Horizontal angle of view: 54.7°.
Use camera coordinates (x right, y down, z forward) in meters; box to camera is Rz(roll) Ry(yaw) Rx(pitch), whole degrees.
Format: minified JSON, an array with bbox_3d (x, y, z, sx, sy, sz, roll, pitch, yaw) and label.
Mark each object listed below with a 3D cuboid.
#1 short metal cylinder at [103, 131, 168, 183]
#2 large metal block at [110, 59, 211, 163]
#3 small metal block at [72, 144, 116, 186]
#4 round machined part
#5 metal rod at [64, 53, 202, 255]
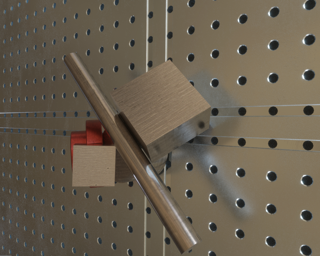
[{"bbox_3d":[-0.036,0.031,0.418,0.080,0.050,0.079,0,90,40],"label":"short metal cylinder"},{"bbox_3d":[0.001,-0.020,0.359,0.080,0.050,0.080,-31,63,-11],"label":"large metal block"},{"bbox_3d":[-0.082,0.046,0.388,0.025,0.050,0.050,-166,78,-80],"label":"small metal block"},{"bbox_3d":[-0.104,0.037,0.446,0.098,0.042,0.097,177,89,-78],"label":"round machined part"},{"bbox_3d":[-0.047,0.012,0.378,0.025,0.025,0.300,-51,61,28],"label":"metal rod"}]
